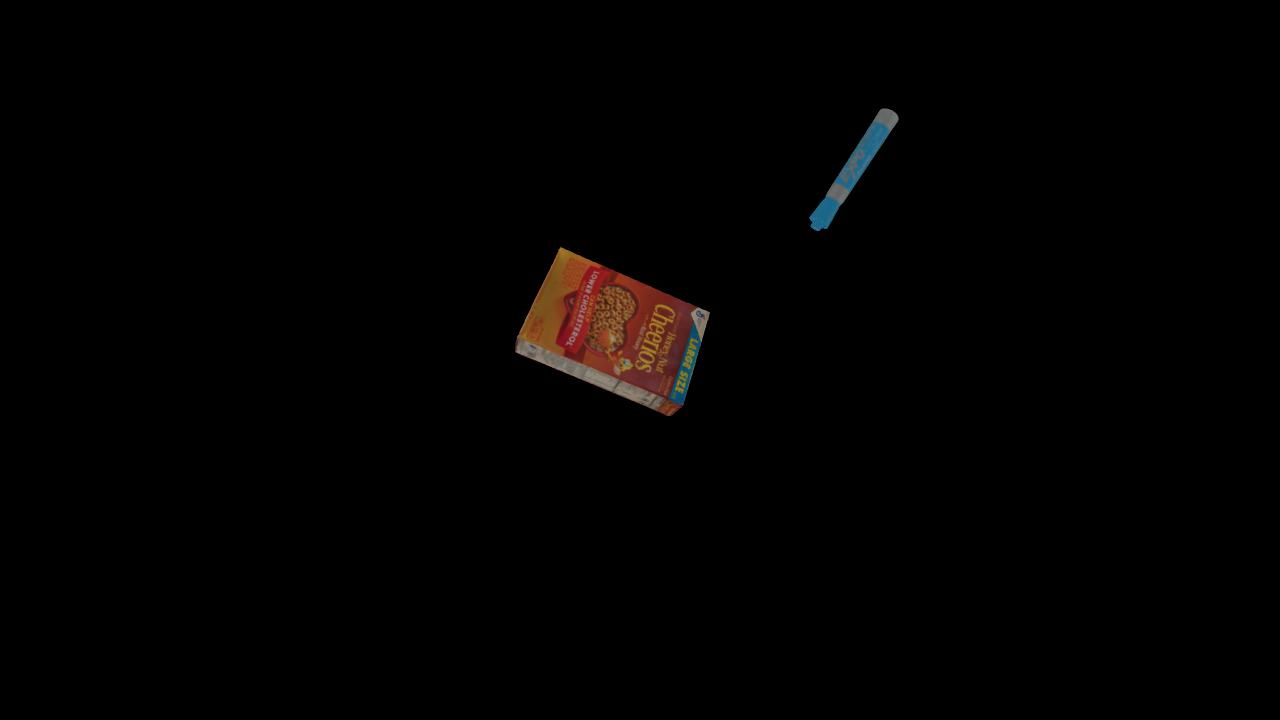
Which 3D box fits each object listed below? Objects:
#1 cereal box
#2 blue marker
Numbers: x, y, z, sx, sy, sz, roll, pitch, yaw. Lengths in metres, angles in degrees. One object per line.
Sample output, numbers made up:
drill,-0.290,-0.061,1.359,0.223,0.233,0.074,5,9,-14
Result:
cereal box,-0.043,-0.051,1.101,0.306,0.203,0.081,23,-28,-6
blue marker,0.188,-0.167,0.546,0.020,0.121,0.020,33,0,0
